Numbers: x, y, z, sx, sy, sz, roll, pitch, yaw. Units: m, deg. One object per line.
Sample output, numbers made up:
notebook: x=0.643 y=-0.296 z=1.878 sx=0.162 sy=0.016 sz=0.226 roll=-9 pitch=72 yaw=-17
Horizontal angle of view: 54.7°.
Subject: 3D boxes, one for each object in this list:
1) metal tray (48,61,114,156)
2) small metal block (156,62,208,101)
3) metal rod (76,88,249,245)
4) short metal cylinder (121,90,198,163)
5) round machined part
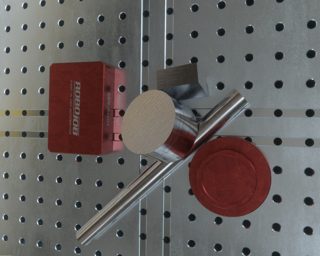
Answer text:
metal tray: x=-0.115 y=-0.028 z=0.449 sx=0.090 sy=0.030 sz=0.129 roll=2 pitch=91 yaw=19
small metal block: x=0.029 y=-0.055 z=0.386 sx=0.050 sy=0.050 sz=0.025 roll=-8 pitch=75 yaw=19
metal rod: x=-0.006 y=0.060 z=0.413 sx=0.299 sy=0.025 sz=0.025 roll=-43 pitch=77 yaw=14
short metal cylinder: x=-0.001 y=-0.001 z=0.384 sx=0.080 sy=0.050 sz=0.080 roll=-14 pitch=65 yaw=33
round machined part: x=0.082 y=0.059 z=0.374 sx=0.098 sy=0.042 sz=0.097 roll=0 pitch=90 yaw=19
